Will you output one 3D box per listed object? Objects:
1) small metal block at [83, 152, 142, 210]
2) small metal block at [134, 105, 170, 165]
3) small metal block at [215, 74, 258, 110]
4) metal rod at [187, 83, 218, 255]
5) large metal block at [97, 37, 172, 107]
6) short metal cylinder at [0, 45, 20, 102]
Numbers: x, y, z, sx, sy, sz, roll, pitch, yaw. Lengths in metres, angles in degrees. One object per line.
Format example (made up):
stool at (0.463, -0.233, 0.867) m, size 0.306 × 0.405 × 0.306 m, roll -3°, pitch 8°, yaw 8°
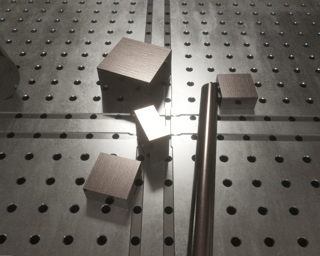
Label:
small metal block at (-0.053, 0.060, 0.357) m, size 0.050 × 0.025 × 0.050 m, roll 12°, pitch 51°, yaw 9°
small metal block at (-0.010, 0.009, 0.384) m, size 0.025 × 0.050 × 0.050 m, roll -18°, pitch 53°, yaw -15°
small metal block at (0.111, -0.054, 0.454) m, size 0.050 × 0.025 × 0.050 m, roll -1°, pitch 50°, yaw -1°
metal rod at (0.052, 0.057, 0.360) m, size 0.025 × 0.025 × 0.300 m, roll 7°, pitch 50°, yaw 5°
large metal block at (-0.035, -0.084, 0.462) m, size 0.080 × 0.050 × 0.080 m, roll 18°, pitch 52°, yaw 14°
short metal cylinder at (-0.248, -0.080, 0.436) m, size 0.081 × 0.080 × 0.050 m, roll -30°, pitch 57°, yaw -23°
